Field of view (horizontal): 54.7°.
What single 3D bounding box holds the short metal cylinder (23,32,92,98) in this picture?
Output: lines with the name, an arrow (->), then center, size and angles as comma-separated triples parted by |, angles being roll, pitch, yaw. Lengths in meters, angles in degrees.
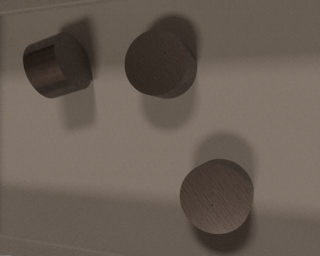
short metal cylinder -> -0.139, -0.086, 0.429 | 0.050, 0.080, 0.080 | -14, 86, 19

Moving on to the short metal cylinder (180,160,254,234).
short metal cylinder -> 0.069, 0.079, 0.372 | 0.080, 0.050, 0.079 | 0, 90, 19

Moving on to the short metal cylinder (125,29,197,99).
short metal cylinder -> 0.002, -0.079, 0.396 | 0.080, 0.050, 0.079 | 0, 90, 19
